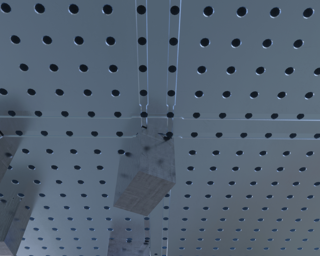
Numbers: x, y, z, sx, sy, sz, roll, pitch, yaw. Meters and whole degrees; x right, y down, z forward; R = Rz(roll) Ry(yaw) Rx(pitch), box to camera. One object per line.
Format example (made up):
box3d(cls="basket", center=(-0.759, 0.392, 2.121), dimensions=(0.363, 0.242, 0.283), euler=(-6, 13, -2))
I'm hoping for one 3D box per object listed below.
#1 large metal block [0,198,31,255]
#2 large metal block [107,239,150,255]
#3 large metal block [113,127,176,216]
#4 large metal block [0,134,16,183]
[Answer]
box3d(cls="large metal block", center=(-0.274, 0.165, 0.513), dimensions=(0.080, 0.080, 0.050), euler=(-1, 130, 1))
box3d(cls="large metal block", center=(-0.068, 0.271, 0.625), dimensions=(0.080, 0.050, 0.079), euler=(8, 130, -7))
box3d(cls="large metal block", center=(-0.021, 0.060, 0.426), dimensions=(0.050, 0.080, 0.080), euler=(22, 127, -18))
box3d(cls="large metal block", center=(-0.258, 0.052, 0.417), dimensions=(0.080, 0.080, 0.050), euler=(-12, 129, 10))
